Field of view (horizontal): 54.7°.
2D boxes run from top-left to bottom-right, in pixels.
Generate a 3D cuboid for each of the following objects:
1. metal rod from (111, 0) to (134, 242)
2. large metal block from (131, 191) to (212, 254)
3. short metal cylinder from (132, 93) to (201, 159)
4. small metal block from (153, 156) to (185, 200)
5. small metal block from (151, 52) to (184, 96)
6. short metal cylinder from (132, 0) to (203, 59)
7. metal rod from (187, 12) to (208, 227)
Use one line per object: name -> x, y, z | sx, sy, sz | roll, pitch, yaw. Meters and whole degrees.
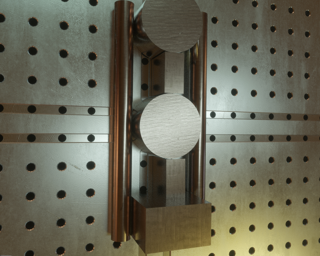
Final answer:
metal rod -> -0.048, -0.009, 0.394 | 0.025, 0.025, 0.298 | 1, 90, -20
large metal block -> 0.009, 0.112, 0.387 | 0.081, 0.080, 0.050 | 1, 90, -20
short metal cylinder -> 0.006, -0.003, 0.401 | 0.081, 0.050, 0.080 | 0, 90, -20
small metal block -> 0.011, 0.063, 0.402 | 0.025, 0.050, 0.050 | 0, 90, -20
small metal block -> 0.009, -0.067, 0.401 | 0.025, 0.050, 0.050 | 1, 90, -20
short metal cylinder -> 0.008, -0.132, 0.401 | 0.081, 0.050, 0.080 | 0, 90, -20
metal rod -> 0.052, -0.009, 0.430 | 0.025, 0.025, 0.298 | 1, 90, -20
